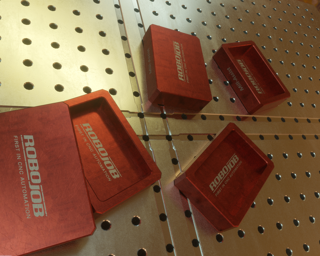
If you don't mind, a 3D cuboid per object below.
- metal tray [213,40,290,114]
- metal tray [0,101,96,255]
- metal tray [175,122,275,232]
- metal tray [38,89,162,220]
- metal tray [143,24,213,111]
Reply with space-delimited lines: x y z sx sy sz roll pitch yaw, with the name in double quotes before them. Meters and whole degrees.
"metal tray" 0.163 -0.094 0.552 0.091 0.030 0.130 -17 71 -35
"metal tray" -0.118 0.046 0.289 0.091 0.030 0.129 -13 73 -14
"metal tray" 0.091 0.061 0.418 0.090 0.030 0.131 46 51 4
"metal tray" -0.070 0.025 0.352 0.091 0.030 0.130 -25 76 -37
"metal tray" 0.025 -0.094 0.478 0.091 0.030 0.130 8 58 -25
